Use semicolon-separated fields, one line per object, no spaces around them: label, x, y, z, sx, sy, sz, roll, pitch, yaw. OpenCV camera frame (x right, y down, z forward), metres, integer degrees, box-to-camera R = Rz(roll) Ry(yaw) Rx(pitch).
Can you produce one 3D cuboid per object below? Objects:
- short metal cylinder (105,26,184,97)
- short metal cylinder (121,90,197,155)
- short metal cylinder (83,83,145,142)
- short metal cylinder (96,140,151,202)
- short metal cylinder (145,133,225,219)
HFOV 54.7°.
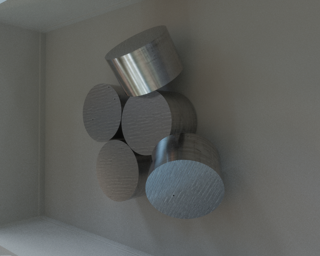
short metal cylinder;-0.018;-0.081;0.373;0.080;0.080;0.050;-4;126;39
short metal cylinder;-0.002;-0.007;0.388;0.080;0.050;0.079;0;90;39
short metal cylinder;-0.064;-0.021;0.438;0.080;0.050;0.079;0;90;39
short metal cylinder;-0.041;0.055;0.419;0.080;0.050;0.079;0;90;39
short metal cylinder;0.027;0.052;0.338;0.080;0.050;0.079;2;121;4
